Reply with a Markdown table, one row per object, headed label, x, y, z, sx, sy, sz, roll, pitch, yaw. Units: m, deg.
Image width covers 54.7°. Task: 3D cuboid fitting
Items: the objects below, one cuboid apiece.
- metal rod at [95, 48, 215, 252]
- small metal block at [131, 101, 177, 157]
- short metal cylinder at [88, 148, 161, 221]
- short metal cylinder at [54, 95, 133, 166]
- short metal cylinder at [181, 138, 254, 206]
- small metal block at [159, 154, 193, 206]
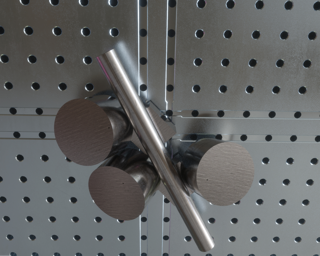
| label | x | y | z | sx | sy | sz | roll | pitch | yaw |
| --- | --- | --- | --- | --- | --- | --- | --- | --- | --- |
| metal rod | 0.002 | 0.041 | 0.397 | 0.025 | 0.025 | 0.299 | -24 | 108 | 8 |
| small metal block | -0.014 | 0.001 | 0.410 | 0.050 | 0.025 | 0.050 | -41 | 105 | 13 |
| short metal cylinder | -0.046 | 0.073 | 0.408 | 0.080 | 0.050 | 0.079 | 9 | 116 | 20 |
| short metal cylinder | -0.081 | 0.001 | 0.381 | 0.080 | 0.050 | 0.079 | 4 | 102 | 20 |
| short metal cylinder | 0.074 | 0.055 | 0.403 | 0.081 | 0.050 | 0.079 | -2 | 95 | -18 |
| small metal block | 0.023 | 0.073 | 0.437 | 0.050 | 0.025 | 0.050 | -38 | 106 | 13 |
